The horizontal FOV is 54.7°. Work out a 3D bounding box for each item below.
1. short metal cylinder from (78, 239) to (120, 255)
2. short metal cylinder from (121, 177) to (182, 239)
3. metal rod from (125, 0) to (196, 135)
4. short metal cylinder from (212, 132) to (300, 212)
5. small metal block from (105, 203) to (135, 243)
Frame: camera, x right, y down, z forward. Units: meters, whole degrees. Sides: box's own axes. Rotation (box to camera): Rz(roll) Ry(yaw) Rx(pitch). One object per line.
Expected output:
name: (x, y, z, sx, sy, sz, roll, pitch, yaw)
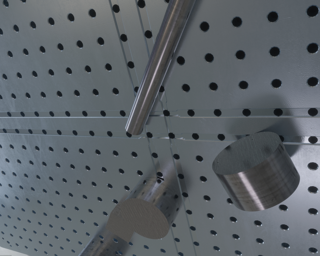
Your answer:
short metal cylinder: (-0.128, 0.275, 0.632, 0.080, 0.050, 0.079, 13, 124, 21)
short metal cylinder: (-0.013, 0.123, 0.478, 0.080, 0.050, 0.079, 13, 124, 21)
metal rod: (0.012, -0.106, 0.339, 0.025, 0.025, 0.298, 31, 128, 8)
short metal cylinder: (0.107, 0.047, 0.349, 0.080, 0.080, 0.050, -22, 107, 36)
small metal block: (-0.065, 0.169, 0.550, 0.050, 0.025, 0.050, 29, 128, 9)
